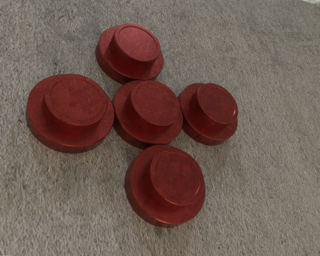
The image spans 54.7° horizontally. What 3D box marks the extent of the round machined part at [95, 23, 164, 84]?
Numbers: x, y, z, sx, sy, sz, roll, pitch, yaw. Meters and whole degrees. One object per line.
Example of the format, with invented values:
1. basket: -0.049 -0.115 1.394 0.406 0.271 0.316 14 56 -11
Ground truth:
1. round machined part: -0.039 -0.110 0.442 0.099 0.042 0.098 14 56 -21

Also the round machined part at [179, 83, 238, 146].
1. round machined part: 0.074 -0.026 0.452 0.099 0.042 0.098 14 56 -21

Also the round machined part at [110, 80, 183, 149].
1. round machined part: -0.013 -0.023 0.403 0.099 0.042 0.098 14 56 -21

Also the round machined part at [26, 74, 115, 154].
1. round machined part: -0.099 -0.023 0.356 0.099 0.042 0.098 14 56 -21

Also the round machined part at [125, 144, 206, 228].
1. round machined part: 0.012 0.063 0.363 0.099 0.042 0.098 14 56 -21
